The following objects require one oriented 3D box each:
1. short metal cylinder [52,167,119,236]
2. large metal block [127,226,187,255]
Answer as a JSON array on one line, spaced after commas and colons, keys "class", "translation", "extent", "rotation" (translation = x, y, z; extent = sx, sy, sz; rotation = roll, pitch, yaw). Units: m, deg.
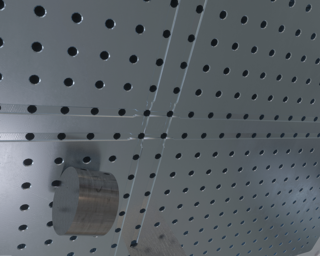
[{"class": "short metal cylinder", "translation": [-0.093, 0.091, 0.381], "extent": [0.050, 0.080, 0.080], "rotation": [16, 110, -35]}, {"class": "large metal block", "translation": [0.002, 0.226, 0.517], "extent": [0.081, 0.080, 0.050], "rotation": [-25, 128, -13]}]
